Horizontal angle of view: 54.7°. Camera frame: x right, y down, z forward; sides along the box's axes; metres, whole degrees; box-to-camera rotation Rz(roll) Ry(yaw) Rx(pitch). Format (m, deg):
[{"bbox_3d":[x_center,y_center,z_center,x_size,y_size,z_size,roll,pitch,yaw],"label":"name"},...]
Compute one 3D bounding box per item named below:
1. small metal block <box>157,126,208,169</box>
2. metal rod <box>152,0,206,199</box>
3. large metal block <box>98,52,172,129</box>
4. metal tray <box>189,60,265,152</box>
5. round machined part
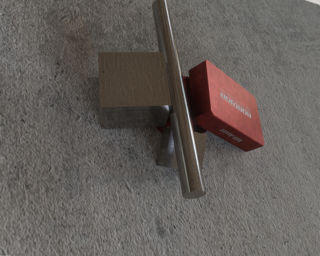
[{"bbox_3d":[0.028,0.028,0.390,0.050,0.025,0.050,14,81,-20],"label":"small metal block"},{"bbox_3d":[0.018,-0.058,0.397,0.025,0.025,0.299,8,56,-24],"label":"metal rod"},{"bbox_3d":[-0.034,-0.047,0.386,0.081,0.050,0.080,-2,61,-9],"label":"large metal block"},{"bbox_3d":[0.097,-0.028,0.442,0.131,0.030,0.090,26,51,-38],"label":"metal tray"},{"bbox_3d":[0.034,-0.033,0.432,0.099,0.042,0.098,14,56,-21],"label":"round machined part"}]
